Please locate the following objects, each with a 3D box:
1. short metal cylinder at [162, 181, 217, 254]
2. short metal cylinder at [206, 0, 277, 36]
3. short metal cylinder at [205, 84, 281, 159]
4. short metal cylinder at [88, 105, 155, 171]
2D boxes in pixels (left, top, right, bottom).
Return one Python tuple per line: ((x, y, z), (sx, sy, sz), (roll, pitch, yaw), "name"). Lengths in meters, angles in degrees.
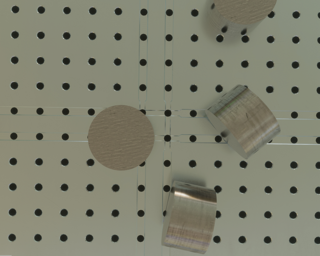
((0.035, 0.110, 0.386), (0.050, 0.080, 0.080), (13, 90, 0), "short metal cylinder")
((0.104, -0.166, 0.402), (0.081, 0.050, 0.079), (0, 90, -1), "short metal cylinder")
((0.102, -0.008, 0.387), (0.050, 0.080, 0.080), (-39, 91, 0), "short metal cylinder")
((-0.047, 0.012, 0.400), (0.081, 0.050, 0.079), (0, 90, -1), "short metal cylinder")
